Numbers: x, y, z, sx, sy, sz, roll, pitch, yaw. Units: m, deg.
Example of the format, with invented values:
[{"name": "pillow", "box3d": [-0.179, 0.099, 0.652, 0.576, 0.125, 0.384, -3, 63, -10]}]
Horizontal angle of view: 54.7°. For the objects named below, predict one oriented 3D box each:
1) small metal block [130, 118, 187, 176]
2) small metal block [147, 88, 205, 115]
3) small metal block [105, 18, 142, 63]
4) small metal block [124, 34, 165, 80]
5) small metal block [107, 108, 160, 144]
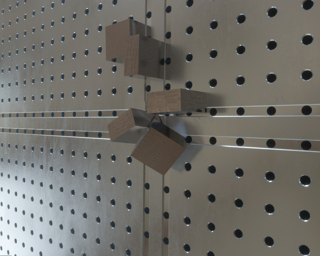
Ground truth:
[{"name": "small metal block", "box3d": [-0.001, 0.024, 0.392, 0.050, 0.025, 0.050, 32, 116, -7]}, {"name": "small metal block", "box3d": [0.020, -0.031, 0.375, 0.050, 0.050, 0.025, -2, 89, 39]}, {"name": "small metal block", "box3d": [-0.053, -0.125, 0.451, 0.050, 0.025, 0.050, -2, 89, 39]}, {"name": "small metal block", "box3d": [-0.020, -0.091, 0.407, 0.025, 0.050, 0.050, 3, 92, 40]}, {"name": "small metal block", "box3d": [-0.034, -0.001, 0.417, 0.050, 0.050, 0.025, -31, 64, 35]}]
